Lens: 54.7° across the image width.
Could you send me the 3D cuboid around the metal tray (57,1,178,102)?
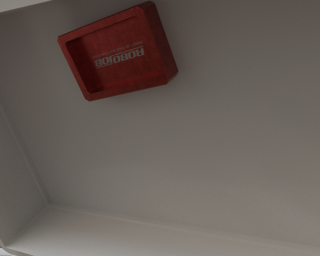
[{"bbox_3d":[-0.053,-0.088,0.377,0.130,0.030,0.090,-8,115,31],"label":"metal tray"}]
